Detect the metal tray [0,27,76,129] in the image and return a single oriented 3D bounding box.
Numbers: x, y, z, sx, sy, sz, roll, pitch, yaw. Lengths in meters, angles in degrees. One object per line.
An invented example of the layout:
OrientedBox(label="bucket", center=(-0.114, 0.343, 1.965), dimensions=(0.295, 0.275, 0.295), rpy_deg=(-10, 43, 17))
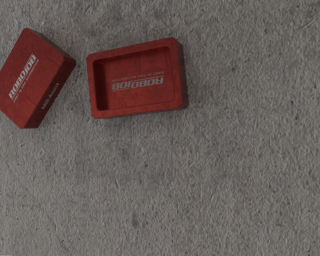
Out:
OrientedBox(label="metal tray", center=(-0.199, -0.074, 0.477), dimensions=(0.090, 0.030, 0.129), rpy_deg=(38, 102, 16))

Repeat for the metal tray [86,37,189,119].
OrientedBox(label="metal tray", center=(-0.032, -0.063, 0.417), dimensions=(0.130, 0.030, 0.089), rpy_deg=(-6, 88, 19))
